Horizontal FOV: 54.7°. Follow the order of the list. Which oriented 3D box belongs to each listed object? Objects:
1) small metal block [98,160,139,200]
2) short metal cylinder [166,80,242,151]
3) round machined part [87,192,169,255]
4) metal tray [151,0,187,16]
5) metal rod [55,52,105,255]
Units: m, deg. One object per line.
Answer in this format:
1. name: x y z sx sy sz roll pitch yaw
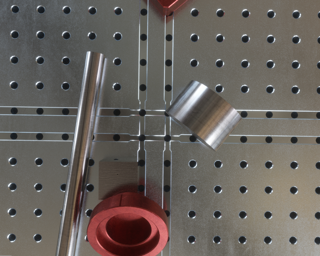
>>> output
1. small metal block: -0.054 0.068 0.413 0.050 0.025 0.050 1 90 -1
2. short metal cylinder: 0.054 -0.015 0.387 0.080 0.080 0.050 39 90 -1
3. round machined part: -0.039 0.120 0.391 0.099 0.042 0.097 0 119 0
4. metal tray: 0.028 -0.227 0.411 0.130 0.030 0.090 -40 91 -1
5. metal rod: -0.108 0.049 0.411 0.025 0.025 0.298 9 90 -1
